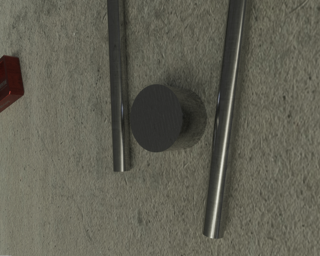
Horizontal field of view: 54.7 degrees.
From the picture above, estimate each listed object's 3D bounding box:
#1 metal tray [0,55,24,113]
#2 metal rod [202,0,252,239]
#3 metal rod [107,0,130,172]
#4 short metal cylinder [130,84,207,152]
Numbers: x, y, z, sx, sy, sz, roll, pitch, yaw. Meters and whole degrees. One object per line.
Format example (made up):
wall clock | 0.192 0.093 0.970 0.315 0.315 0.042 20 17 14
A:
metal tray | -0.355 -0.095 0.695 0.130 0.030 0.090 -22 76 38
metal rod | 0.075 -0.027 0.342 0.025 0.025 0.298 10 96 39
metal rod | -0.062 -0.087 0.455 0.025 0.025 0.298 -4 87 40
short metal cylinder | 0.010 -0.011 0.381 0.080 0.050 0.079 0 90 40
